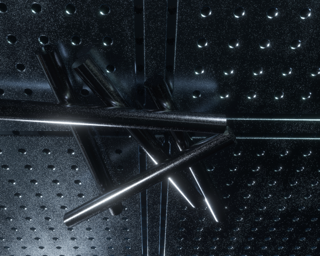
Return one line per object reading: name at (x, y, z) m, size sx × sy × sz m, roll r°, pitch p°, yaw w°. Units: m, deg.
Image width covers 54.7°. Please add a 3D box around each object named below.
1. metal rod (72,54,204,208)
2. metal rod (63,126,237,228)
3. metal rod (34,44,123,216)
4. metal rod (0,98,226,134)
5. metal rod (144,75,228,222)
metal rod at (-0.013, 0.023, 0.430) m, size 0.025 × 0.025 × 0.300 m, roll -24°, pitch 127°, yaw 19°
metal rod at (-0.028, 0.079, 0.445) m, size 0.300 × 0.025 × 0.025 m, roll -31°, pitch 124°, yaw 23°
metal rod at (-0.099, 0.026, 0.432) m, size 0.025 × 0.025 × 0.298 m, roll -8°, pitch 130°, yaw 6°
metal rod at (-0.073, -0.015, 0.365) m, size 0.302 × 0.025 × 0.025 m, roll 4°, pitch 130°, yaw -4°
metal rod at (0.050, 0.050, 0.454) m, size 0.025 × 0.025 × 0.299 m, roll -18°, pitch 128°, yaw 14°
